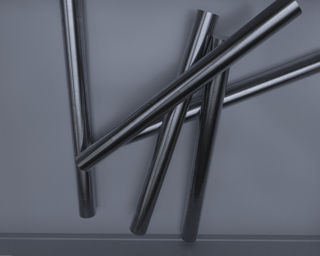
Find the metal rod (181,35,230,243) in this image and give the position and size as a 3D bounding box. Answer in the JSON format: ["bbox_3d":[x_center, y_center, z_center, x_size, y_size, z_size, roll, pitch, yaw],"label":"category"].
[{"bbox_3d":[0.057,0.034,0.404,0.025,0.025,0.298,5,117,-2],"label":"metal rod"}]

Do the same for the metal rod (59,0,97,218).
[{"bbox_3d":[-0.105,-0.014,0.404,0.025,0.025,0.298,1,110,0],"label":"metal rod"}]

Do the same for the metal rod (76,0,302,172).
[{"bbox_3d":[0.013,-0.035,0.345,0.299,0.025,0.025,-36,107,22],"label":"metal rod"}]

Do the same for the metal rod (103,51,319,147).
[{"bbox_3d":[0.068,-0.032,0.399,0.301,0.025,0.025,-21,109,7],"label":"metal rod"}]

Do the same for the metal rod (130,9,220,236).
[{"bbox_3d":[0.011,0.009,0.386,0.025,0.025,0.298,15,110,-6],"label":"metal rod"}]
